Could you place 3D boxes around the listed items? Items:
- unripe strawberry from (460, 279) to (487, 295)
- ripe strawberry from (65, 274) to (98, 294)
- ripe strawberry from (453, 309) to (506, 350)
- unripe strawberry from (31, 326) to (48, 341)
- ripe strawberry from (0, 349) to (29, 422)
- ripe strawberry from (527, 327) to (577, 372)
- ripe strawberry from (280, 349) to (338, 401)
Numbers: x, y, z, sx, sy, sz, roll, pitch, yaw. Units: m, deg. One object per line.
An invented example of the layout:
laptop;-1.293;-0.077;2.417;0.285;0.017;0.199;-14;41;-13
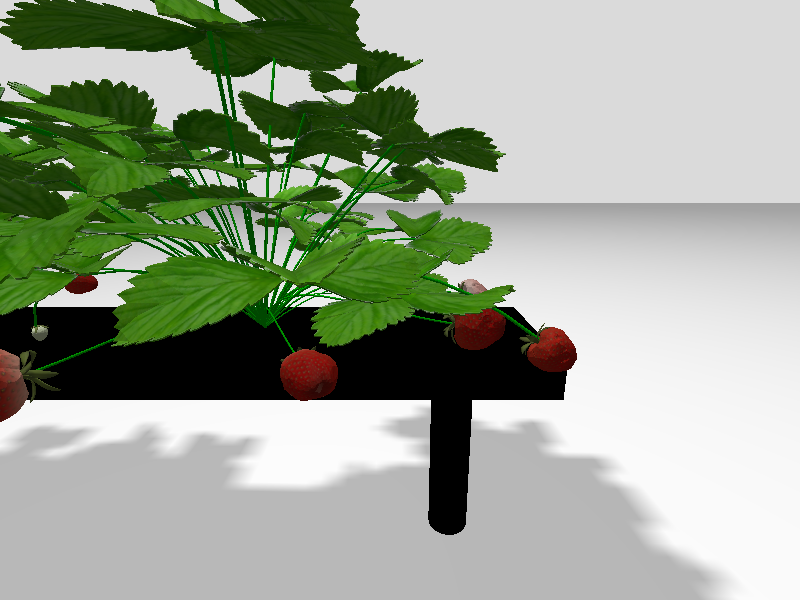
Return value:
unripe strawberry;0.081;-0.009;0.439;0.029;0.028;0.031;-5;16;-20
ripe strawberry;-0.386;-0.022;0.483;0.035;0.030;0.035;14;5;-36
ripe strawberry;0.061;0.019;0.312;0.041;0.043;0.038;5;16;16
unripe strawberry;-0.282;0.026;0.313;0.010;0.011;0.011;-5;16;-19
ripe strawberry;-0.230;0.048;0.213;0.042;0.044;0.046;10;19;32
ripe strawberry;0.105;0.036;0.274;0.031;0.032;0.028;37;25;10
ripe strawberry;-0.053;0.045;0.239;0.035;0.030;0.035;-8;18;-27
